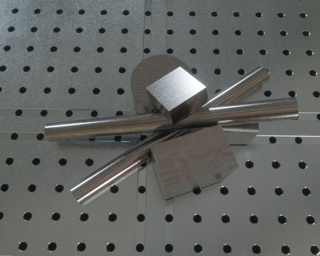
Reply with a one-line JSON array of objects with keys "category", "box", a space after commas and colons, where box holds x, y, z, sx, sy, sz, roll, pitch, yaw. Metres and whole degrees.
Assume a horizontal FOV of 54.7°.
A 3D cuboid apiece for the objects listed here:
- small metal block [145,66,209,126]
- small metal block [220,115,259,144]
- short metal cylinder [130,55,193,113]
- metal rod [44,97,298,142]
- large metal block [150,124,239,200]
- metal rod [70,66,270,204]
[{"category": "small metal block", "box": [0.020, -0.038, 0.360, 0.050, 0.025, 0.050, -34, 51, -11]}, {"category": "small metal block", "box": [0.093, 0.002, 0.395, 0.050, 0.050, 0.025, 0, 70, 1]}, {"category": "short metal cylinder", "box": [0.003, -0.050, 0.413, 0.081, 0.050, 0.080, 0, 69, 0]}, {"category": "metal rod", "box": [0.003, -0.008, 0.373, 0.301, 0.025, 0.025, -5, 70, 12]}, {"category": "large metal block", "box": [0.036, 0.043, 0.362, 0.081, 0.080, 0.050, -17, 71, -6]}, {"category": "metal rod", "box": [0.021, 0.003, 0.408, 0.301, 0.025, 0.025, -33, 73, -11]}]
